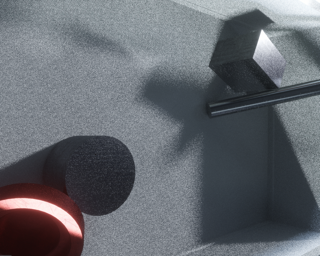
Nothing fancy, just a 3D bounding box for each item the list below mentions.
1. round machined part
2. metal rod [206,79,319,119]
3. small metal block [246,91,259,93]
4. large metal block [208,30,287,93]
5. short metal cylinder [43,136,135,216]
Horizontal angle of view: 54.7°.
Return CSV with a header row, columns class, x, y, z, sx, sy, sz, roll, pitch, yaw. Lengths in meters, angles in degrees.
class,x,y,z,sx,sy,sz,roll,pitch,yaw
round machined part,-0.118,0.090,0.278,0.099,0.042,0.097,-4,114,-10
metal rod,0.221,-0.058,0.494,0.302,0.025,0.025,-12,100,-7
small metal block,0.180,-0.077,0.561,0.050,0.025,0.050,-24,105,-38
large metal block,0.139,-0.101,0.490,0.080,0.080,0.050,34,69,-35
short metal cylinder,-0.074,0.048,0.328,0.081,0.050,0.079,1,88,-42
